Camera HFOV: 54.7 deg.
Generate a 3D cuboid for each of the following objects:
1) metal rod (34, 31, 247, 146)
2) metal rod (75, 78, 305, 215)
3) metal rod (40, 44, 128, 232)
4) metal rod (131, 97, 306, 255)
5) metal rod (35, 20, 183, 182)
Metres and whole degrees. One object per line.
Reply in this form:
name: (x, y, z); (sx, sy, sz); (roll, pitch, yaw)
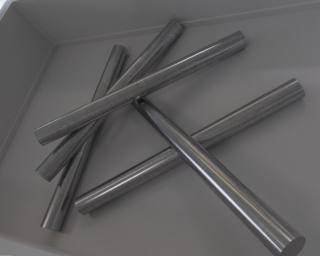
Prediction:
metal rod: (-0.023, -0.054, 0.414); (0.301, 0.025, 0.025); (-26, 52, -3)
metal rod: (0.028, 0.027, 0.374); (0.300, 0.025, 0.025); (-29, 52, 9)
metal rod: (-0.105, -0.001, 0.461); (0.025, 0.025, 0.300); (2, 62, 29)
metal rod: (0.029, 0.021, 0.338); (0.025, 0.025, 0.300); (-43, 39, -1)
metal rod: (-0.064, -0.049, 0.449); (0.025, 0.025, 0.300); (26, 69, 37)
